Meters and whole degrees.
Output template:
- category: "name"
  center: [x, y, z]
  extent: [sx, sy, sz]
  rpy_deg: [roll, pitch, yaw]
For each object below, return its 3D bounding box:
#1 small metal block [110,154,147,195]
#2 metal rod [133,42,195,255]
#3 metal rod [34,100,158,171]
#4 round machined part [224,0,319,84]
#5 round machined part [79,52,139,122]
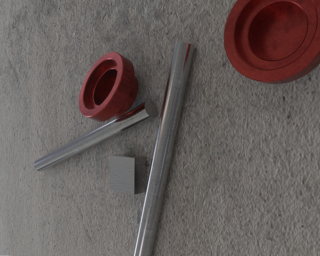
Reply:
- category: "small metal block"
  center: [-0.046, 0.065, 0.443]
  extent: [0.050, 0.025, 0.050]
  rpy_deg: [1, 91, 40]
- category: "metal rod"
  center: [0.002, 0.041, 0.403]
  extent: [0.025, 0.025, 0.298]
  rpy_deg: [18, 102, 38]
- category: "metal rod"
  center: [-0.121, 0.023, 0.504]
  extent: [0.299, 0.025, 0.025]
  rpy_deg: [-24, 75, 37]
- category: "round machined part"
  center: [0.116, -0.091, 0.298]
  extent: [0.098, 0.042, 0.097]
  rpy_deg: [0, 90, 40]
- category: "round machined part"
  center: [-0.068, -0.054, 0.437]
  extent: [0.098, 0.042, 0.098]
  rpy_deg: [-23, 55, 37]
